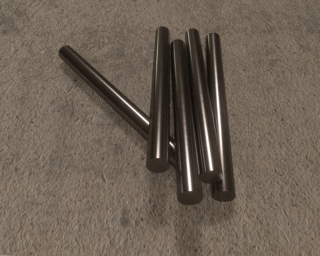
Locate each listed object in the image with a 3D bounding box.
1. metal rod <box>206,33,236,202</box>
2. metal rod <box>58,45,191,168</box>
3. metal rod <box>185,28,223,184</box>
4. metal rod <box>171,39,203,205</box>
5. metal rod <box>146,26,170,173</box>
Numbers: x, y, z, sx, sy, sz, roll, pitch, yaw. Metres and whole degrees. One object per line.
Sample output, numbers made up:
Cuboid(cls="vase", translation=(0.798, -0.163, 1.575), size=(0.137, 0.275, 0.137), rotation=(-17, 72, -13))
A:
Cuboid(cls="metal rod", translation=(0.081, -0.039, 0.436), size=(0.025, 0.025, 0.300), rotation=(3, 50, 2))
Cuboid(cls="metal rod", translation=(-0.056, -0.035, 0.431), size=(0.025, 0.025, 0.300), rotation=(-33, 58, -25))
Cuboid(cls="metal rod", translation=(0.056, -0.055, 0.436), size=(0.025, 0.025, 0.300), rotation=(0, 46, 0))
Cuboid(cls="metal rod", translation=(0.030, -0.035, 0.411), size=(0.025, 0.025, 0.300), rotation=(0, 43, 0))
Cuboid(cls="metal rod", translation=(0.001, -0.063, 0.435), size=(0.025, 0.025, 0.300), rotation=(1, 43, 1))
